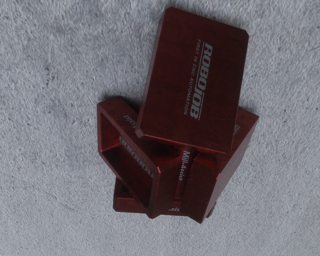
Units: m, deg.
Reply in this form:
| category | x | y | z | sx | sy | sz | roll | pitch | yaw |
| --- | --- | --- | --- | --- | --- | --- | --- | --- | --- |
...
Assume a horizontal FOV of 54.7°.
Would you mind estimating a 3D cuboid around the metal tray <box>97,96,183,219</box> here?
| category | x | y | z | sx | sy | sz | roll | pitch | yaw |
| --- | --- | --- | --- | --- | --- | --- | --- | --- | --- |
| metal tray | -0.031 | 0.033 | 0.373 | 0.030 | 0.130 | 0.089 | -22 | 138 | -31 |

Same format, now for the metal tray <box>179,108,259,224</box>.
| category | x | y | z | sx | sy | sz | roll | pitch | yaw |
| --- | --- | --- | --- | --- | --- | --- | --- | --- | --- |
| metal tray | 0.075 | 0.042 | 0.380 | 0.030 | 0.131 | 0.089 | 27 | 134 | 21 |

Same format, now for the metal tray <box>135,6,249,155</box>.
| category | x | y | z | sx | sy | sz | roll | pitch | yaw |
| --- | --- | --- | --- | --- | --- | --- | --- | --- | --- |
| metal tray | 0.033 | -0.045 | 0.310 | 0.091 | 0.129 | 0.030 | 14 | 170 | -12 |

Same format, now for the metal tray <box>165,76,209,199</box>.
| category | x | y | z | sx | sy | sz | roll | pitch | yaw |
| --- | --- | --- | --- | --- | --- | --- | --- | --- | --- |
| metal tray | 0.025 | 0.013 | 0.377 | 0.030 | 0.090 | 0.129 | 5 | 130 | -5 |

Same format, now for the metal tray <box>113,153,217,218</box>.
| category | x | y | z | sx | sy | sz | roll | pitch | yaw |
| --- | --- | --- | --- | --- | --- | --- | --- | --- | --- |
| metal tray | 0.005 | 0.074 | 0.428 | 0.131 | 0.090 | 0.030 | 5 | 130 | -5 |
